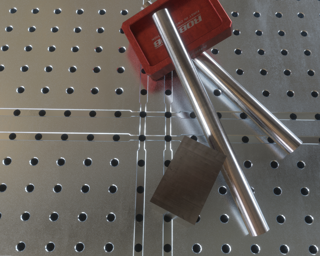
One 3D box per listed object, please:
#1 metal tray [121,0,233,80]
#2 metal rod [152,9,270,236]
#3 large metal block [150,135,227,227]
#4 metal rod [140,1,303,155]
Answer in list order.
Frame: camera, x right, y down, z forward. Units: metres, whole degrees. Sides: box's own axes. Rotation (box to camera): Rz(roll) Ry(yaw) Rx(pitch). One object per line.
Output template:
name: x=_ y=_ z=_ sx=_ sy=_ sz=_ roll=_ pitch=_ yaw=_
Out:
metal tray: x=0.023 y=-0.138 z=0.432 sx=0.130 sy=0.030 sz=0.090 roll=-30 pitch=78 yaw=10
metal rod: x=0.060 y=-0.013 z=0.387 sx=0.025 sy=0.025 sz=0.299 roll=-22 pitch=83 yaw=-8
large metal block: x=0.030 y=0.065 z=0.359 sx=0.050 sy=0.080 sz=0.080 roll=26 pitch=72 yaw=9
metal rod: x=0.078 y=-0.079 z=0.441 sx=0.025 sy=0.025 sz=0.300 roll=-40 pitch=75 yaw=-13
